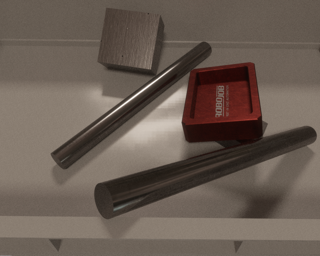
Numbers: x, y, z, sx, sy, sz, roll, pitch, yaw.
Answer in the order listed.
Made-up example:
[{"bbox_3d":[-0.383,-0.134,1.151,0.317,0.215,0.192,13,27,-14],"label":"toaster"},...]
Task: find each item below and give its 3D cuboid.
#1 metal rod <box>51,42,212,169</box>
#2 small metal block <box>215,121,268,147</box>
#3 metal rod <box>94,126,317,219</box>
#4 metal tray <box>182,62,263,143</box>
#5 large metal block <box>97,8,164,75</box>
[{"bbox_3d":[-0.023,-0.046,0.443,0.025,0.025,0.302,34,57,25],"label":"metal rod"},{"bbox_3d":[0.103,0.004,0.403,0.050,0.025,0.050,33,57,24],"label":"small metal block"},{"bbox_3d":[0.076,0.029,0.306,0.302,0.025,0.025,-10,47,-40],"label":"metal rod"},{"bbox_3d":[0.082,-0.037,0.406,0.090,0.030,0.130,-4,39,15],"label":"metal tray"},{"bbox_3d":[-0.042,-0.129,0.471,0.080,0.050,0.080,10,91,7],"label":"large metal block"}]
